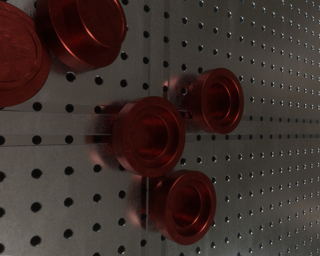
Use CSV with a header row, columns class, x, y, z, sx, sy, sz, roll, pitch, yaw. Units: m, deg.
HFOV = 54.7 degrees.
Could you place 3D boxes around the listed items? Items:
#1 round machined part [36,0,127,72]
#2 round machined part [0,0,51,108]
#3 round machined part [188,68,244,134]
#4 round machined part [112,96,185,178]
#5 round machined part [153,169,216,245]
class,x,y,z,sx,sy,sz,roll,pitch,yaw
round machined part,-0.072,-0.111,0.322,0.099,0.042,0.098,16,70,-52
round machined part,-0.146,-0.067,0.277,0.099,0.042,0.097,0,91,-40
round machined part,0.080,-0.039,0.468,0.099,0.042,0.097,0,90,-40
round machined part,-0.018,0.010,0.385,0.099,0.042,0.097,0,90,-40
round machined part,0.030,0.105,0.426,0.099,0.042,0.097,0,90,-40
